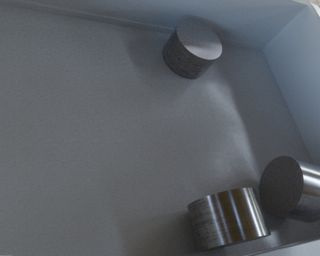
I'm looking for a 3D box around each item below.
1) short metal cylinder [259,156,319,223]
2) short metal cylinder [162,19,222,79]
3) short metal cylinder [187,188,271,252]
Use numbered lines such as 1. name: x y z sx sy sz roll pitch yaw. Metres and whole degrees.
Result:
1. short metal cylinder: 0.181 0.082 0.417 0.050 0.080 0.080 17 55 -19
2. short metal cylinder: 0.051 -0.125 0.493 0.081 0.050 0.080 14 56 -21
3. short metal cylinder: 0.076 0.104 0.347 0.081 0.080 0.050 1 62 -28
